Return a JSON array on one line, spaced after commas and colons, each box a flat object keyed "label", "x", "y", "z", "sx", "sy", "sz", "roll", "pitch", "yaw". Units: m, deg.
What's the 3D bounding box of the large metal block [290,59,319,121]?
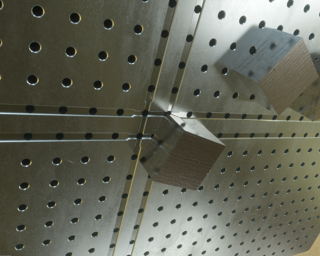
[{"label": "large metal block", "x": 0.268, "y": -0.067, "z": 0.504, "sx": 0.081, "sy": 0.050, "sz": 0.079, "roll": -17, "pitch": 126, "yaw": -19}]

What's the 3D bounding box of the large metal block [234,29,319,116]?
[{"label": "large metal block", "x": 0.166, "y": -0.078, "z": 0.440, "sx": 0.080, "sy": 0.050, "sz": 0.080, "roll": -46, "pitch": 130, "yaw": 3}]

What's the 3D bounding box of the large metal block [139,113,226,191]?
[{"label": "large metal block", "x": 0.031, "y": 0.035, "z": 0.436, "sx": 0.080, "sy": 0.050, "sz": 0.080, "roll": 20, "pitch": 108, "yaw": -36}]
